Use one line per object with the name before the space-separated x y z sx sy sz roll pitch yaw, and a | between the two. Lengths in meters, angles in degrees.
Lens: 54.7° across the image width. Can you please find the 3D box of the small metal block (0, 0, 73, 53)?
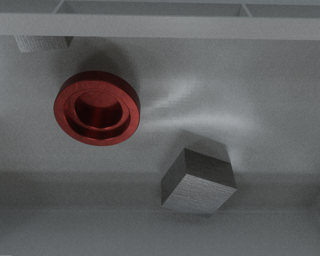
small metal block | -0.123 -0.108 0.316 0.050 0.025 0.050 -5 130 3

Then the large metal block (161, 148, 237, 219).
large metal block | 0.055 0.085 0.466 0.081 0.050 0.079 19 128 -16

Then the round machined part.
round machined part | -0.073 -0.027 0.374 0.099 0.042 0.097 -1 130 0
